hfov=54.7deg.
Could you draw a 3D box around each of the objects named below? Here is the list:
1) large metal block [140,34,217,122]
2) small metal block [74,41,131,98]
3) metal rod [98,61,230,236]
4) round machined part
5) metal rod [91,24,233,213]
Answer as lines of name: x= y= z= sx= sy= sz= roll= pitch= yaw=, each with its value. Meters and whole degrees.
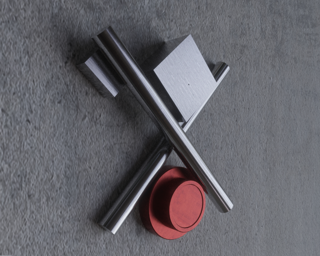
large metal block: x=0.020 y=-0.064 z=0.410 sx=0.080 sy=0.050 sz=0.080 roll=-49 pitch=120 yaw=-29
small metal block: x=-0.060 y=-0.070 z=0.358 sx=0.050 sy=0.025 sz=0.050 roll=51 pitch=60 yaw=-28
metal rod: x=0.019 y=0.011 z=0.426 sx=0.025 sy=0.025 sz=0.301 roll=53 pitch=59 yaw=-28
round machined part: x=0.024 y=0.101 z=0.417 sx=0.099 sy=0.042 sz=0.097 roll=0 pitch=90 yaw=-40
metal rod: x=0.017 y=0.007 z=0.390 sx=0.025 sy=0.025 sz=0.300 roll=-51 pitch=120 yaw=-28
